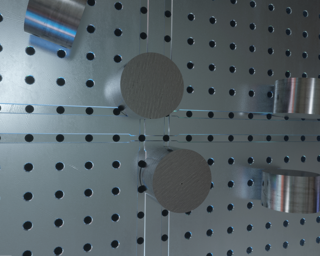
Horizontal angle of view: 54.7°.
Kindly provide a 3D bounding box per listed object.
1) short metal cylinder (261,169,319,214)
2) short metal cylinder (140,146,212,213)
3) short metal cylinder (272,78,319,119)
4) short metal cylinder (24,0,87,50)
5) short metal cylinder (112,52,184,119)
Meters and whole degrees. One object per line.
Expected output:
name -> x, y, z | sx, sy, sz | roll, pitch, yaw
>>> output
short metal cylinder -> 0.191, 0.091, 0.456 | 0.081, 0.080, 0.050 | 2, 90, -20
short metal cylinder -> 0.020, 0.066, 0.408 | 0.081, 0.050, 0.079 | 0, 90, -20
short metal cylinder -> 0.212, -0.043, 0.464 | 0.081, 0.080, 0.050 | 6, 88, -20
short metal cylinder -> -0.111, -0.134, 0.343 | 0.050, 0.080, 0.080 | 19, 84, -20
short metal cylinder -> -0.017, -0.051, 0.394 | 0.081, 0.050, 0.079 | 0, 90, -21
